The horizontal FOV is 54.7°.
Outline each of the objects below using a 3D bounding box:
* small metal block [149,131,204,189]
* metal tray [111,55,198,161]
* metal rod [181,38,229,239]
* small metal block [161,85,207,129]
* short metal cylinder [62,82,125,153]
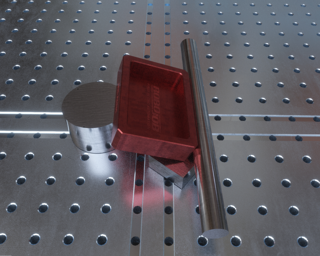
[{"bbox_3d":[0.022,0.037,0.376,0.050,0.025,0.050,32,57,23],"label":"small metal block"},{"bbox_3d":[-0.007,-0.028,0.376,0.091,0.030,0.130,12,48,-16],"label":"metal tray"},{"bbox_3d":[0.048,-0.015,0.388,0.025,0.025,0.300,-1,50,-1],"label":"metal rod"},{"bbox_3d":[0.032,-0.030,0.434,0.050,0.025,0.050,-12,51,-10],"label":"small metal block"},{"bbox_3d":[-0.080,-0.014,0.401,0.081,0.050,0.080,0,50,0],"label":"short metal cylinder"}]
